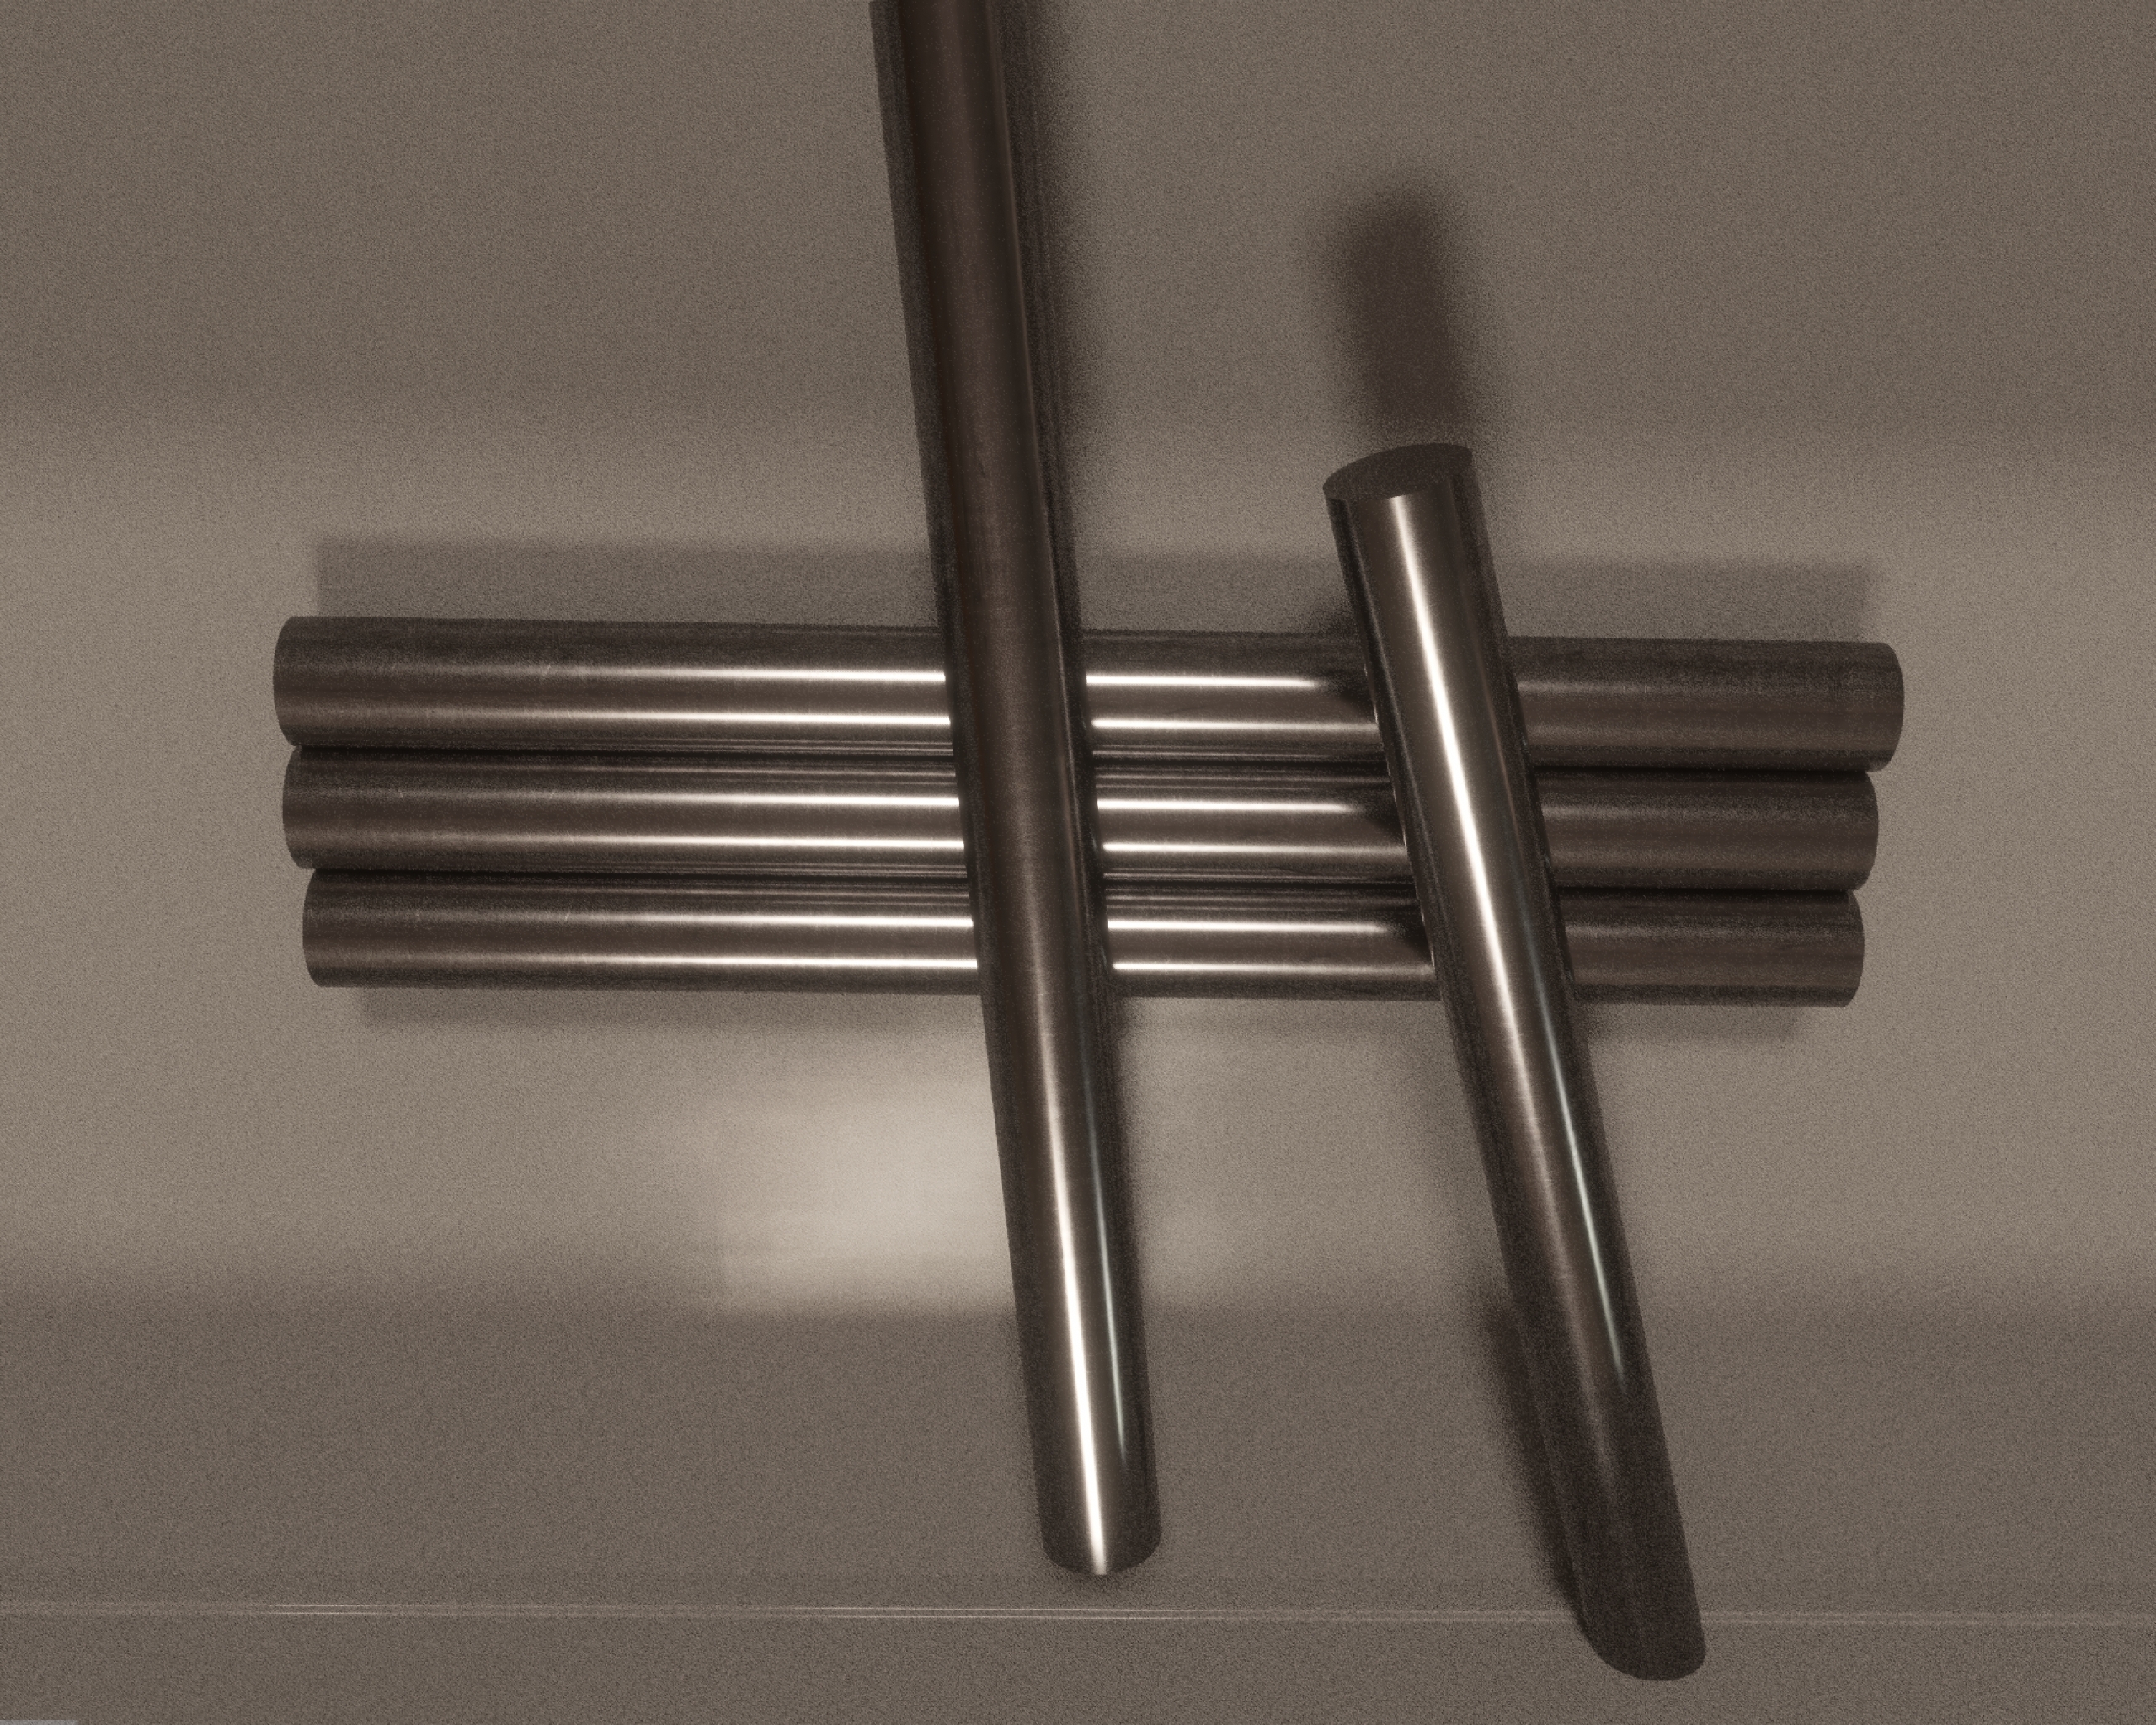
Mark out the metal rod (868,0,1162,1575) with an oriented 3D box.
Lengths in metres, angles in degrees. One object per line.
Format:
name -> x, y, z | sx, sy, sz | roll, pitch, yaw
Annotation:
metal rod -> -0.008, 0.001, 0.383 | 0.025, 0.025, 0.298 | -5, 110, 1

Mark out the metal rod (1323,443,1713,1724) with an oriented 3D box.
metal rod -> 0.093, 0.062, 0.413 | 0.025, 0.025, 0.298 | -15, 117, 5

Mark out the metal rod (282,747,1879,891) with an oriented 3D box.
metal rod -> 0.002, -0.009, 0.407 | 0.302, 0.025, 0.025 | 1, 110, -1

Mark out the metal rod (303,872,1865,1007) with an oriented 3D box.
metal rod -> 0.002, 0.014, 0.415 | 0.302, 0.025, 0.025 | 1, 110, -1

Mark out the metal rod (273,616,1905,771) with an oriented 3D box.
metal rod -> 0.003, -0.032, 0.398 | 0.302, 0.025, 0.025 | 1, 110, -1
